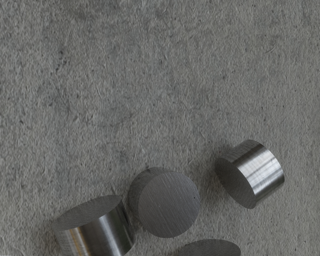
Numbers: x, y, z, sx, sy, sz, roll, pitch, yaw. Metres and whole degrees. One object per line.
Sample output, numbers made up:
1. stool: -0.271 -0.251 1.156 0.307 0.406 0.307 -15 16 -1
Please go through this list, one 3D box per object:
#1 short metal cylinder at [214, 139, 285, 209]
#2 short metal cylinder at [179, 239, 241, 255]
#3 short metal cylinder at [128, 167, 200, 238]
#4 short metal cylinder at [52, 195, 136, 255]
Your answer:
1. short metal cylinder: 0.120 0.063 0.424 0.050 0.080 0.080 -30 100 -17
2. short metal cylinder: 0.067 0.187 0.405 0.081 0.080 0.050 -8 93 -20
3. short metal cylinder: 0.004 0.093 0.397 0.081 0.050 0.080 0 90 -20
4. short metal cylinder: -0.074 0.117 0.353 0.081 0.080 0.050 -21 98 -19
